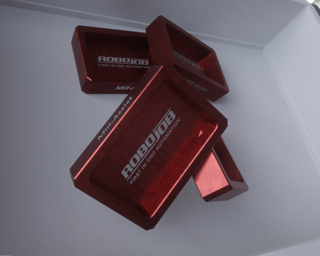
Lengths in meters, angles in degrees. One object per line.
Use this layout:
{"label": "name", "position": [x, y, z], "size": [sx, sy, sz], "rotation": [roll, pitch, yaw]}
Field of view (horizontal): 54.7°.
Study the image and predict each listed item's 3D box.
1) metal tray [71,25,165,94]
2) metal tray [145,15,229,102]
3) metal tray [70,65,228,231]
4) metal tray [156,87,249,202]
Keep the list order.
{"label": "metal tray", "position": [-0.049, -0.093, 0.432], "size": [0.131, 0.030, 0.090], "rotation": [-3, 63, -30]}
{"label": "metal tray", "position": [0.042, -0.098, 0.455], "size": [0.131, 0.030, 0.090], "rotation": [17, 50, -42]}
{"label": "metal tray", "position": [-0.007, 0.018, 0.289], "size": [0.090, 0.030, 0.130], "rotation": [40, 83, -24]}
{"label": "metal tray", "position": [0.049, 0.017, 0.353], "size": [0.090, 0.030, 0.130], "rotation": [23, 39, -61]}
